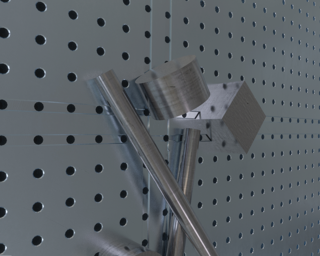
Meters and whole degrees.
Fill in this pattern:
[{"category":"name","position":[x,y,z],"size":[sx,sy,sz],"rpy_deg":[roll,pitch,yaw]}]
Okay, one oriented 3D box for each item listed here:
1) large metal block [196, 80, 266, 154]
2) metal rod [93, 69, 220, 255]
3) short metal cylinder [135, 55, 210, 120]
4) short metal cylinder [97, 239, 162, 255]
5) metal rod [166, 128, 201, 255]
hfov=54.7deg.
[{"category":"large metal block","position":[0.114,-0.016,0.489],"size":[0.080,0.050,0.080],"rpy_deg":[50,61,-29]},{"category":"metal rod","position":[0.005,0.064,0.392],"size":[0.025,0.025,0.299],"rpy_deg":[-39,107,-33]},{"category":"short metal cylinder","position":[0.016,-0.051,0.387],"size":[0.080,0.080,0.050],"rpy_deg":[-38,114,-33]},{"category":"short metal cylinder","position":[-0.036,0.178,0.364],"size":[0.081,0.050,0.079],"rpy_deg":[0,90,-40]},{"category":"metal rod","position":[0.024,0.149,0.430],"size":[0.025,0.025,0.298],"rpy_deg":[14,81,-39]}]
